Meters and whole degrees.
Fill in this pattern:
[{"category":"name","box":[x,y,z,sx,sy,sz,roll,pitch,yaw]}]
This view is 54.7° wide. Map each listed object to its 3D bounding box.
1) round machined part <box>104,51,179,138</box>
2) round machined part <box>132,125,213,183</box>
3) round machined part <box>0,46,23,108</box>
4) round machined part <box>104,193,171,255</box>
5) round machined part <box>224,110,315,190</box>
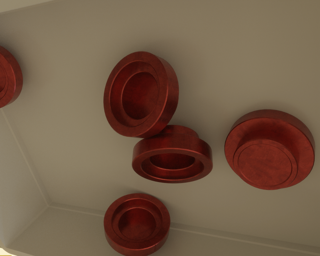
[{"category":"round machined part","box":[-0.017,-0.036,0.363,0.098,0.042,0.097,-6,80,37]},{"category":"round machined part","box":[0.016,0.031,0.389,0.099,0.042,0.098,1,147,1]},{"category":"round machined part","box":[-0.252,-0.079,0.465,0.099,0.042,0.097,2,109,7]},{"category":"round machined part","box":[-0.035,0.151,0.472,0.098,0.098,0.042,19,131,17]},{"category":"round machined part","box":[0.122,0.032,0.353,0.098,0.042,0.097,13,124,20]}]
